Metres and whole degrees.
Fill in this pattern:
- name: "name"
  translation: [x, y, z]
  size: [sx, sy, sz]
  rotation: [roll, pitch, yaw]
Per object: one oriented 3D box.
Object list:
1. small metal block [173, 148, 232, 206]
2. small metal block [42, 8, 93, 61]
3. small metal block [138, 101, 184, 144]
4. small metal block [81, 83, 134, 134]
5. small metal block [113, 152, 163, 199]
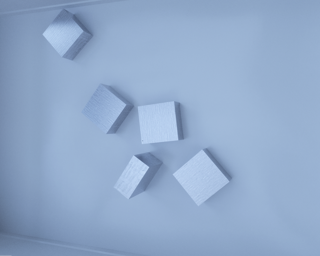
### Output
- name: "small metal block"
  translation: [0.054, 0.061, 0.391]
  size: [0.050, 0.025, 0.050]
  rotation: [-43, 77, 15]
- name: "small metal block"
  translation: [-0.136, -0.138, 0.459]
  size: [0.050, 0.025, 0.050]
  rotation: [-45, 76, 14]
- name: "small metal block"
  translation: [0.001, -0.006, 0.410]
  size: [0.050, 0.025, 0.050]
  rotation: [-7, 88, 19]
- name: "small metal block"
  translation: [-0.074, -0.027, 0.436]
  size: [0.050, 0.025, 0.050]
  rotation: [39, 102, 15]
- name: "small metal block"
  translation: [-0.027, 0.061, 0.407]
  size: [0.025, 0.050, 0.050]
  rotation: [36, 101, 16]
